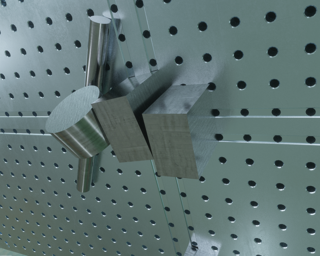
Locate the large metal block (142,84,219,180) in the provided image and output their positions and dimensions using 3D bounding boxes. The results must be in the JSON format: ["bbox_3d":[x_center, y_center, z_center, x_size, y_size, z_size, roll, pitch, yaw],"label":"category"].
[{"bbox_3d":[0.028,0.001,0.361,0.050,0.080,0.079,1,119,27],"label":"large metal block"}]

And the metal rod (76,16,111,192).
[{"bbox_3d":[-0.102,-0.013,0.455,0.025,0.025,0.298,25,127,12],"label":"metal rod"}]

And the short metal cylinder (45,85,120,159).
[{"bbox_3d":[-0.095,-0.008,0.391,0.080,0.080,0.050,-10,133,32],"label":"short metal cylinder"}]

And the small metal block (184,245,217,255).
[{"bbox_3d":[0.065,0.231,0.519,0.050,0.025,0.050,14,124,20],"label":"small metal block"}]

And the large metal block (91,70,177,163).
[{"bbox_3d":[-0.026,-0.015,0.379,0.050,0.080,0.080,-9,114,32],"label":"large metal block"}]
